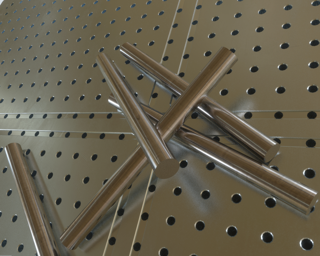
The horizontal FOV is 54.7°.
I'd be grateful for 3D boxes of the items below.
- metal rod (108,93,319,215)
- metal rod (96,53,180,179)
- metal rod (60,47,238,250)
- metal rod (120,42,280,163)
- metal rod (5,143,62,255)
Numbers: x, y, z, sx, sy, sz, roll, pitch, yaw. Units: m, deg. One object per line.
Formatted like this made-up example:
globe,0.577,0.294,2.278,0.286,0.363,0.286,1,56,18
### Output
metal rod,0.038,0.013,0.379,0.300,0.025,0.025,29,77,37
metal rod,-0.045,-0.039,0.413,0.025,0.025,0.300,-37,39,3
metal rod,-0.015,0.026,0.372,0.300,0.025,0.025,-50,51,3
metal rod,0.032,-0.052,0.422,0.025,0.025,0.300,-45,51,-3
metal rod,-0.166,0.122,0.418,0.025,0.025,0.300,-41,51,0
